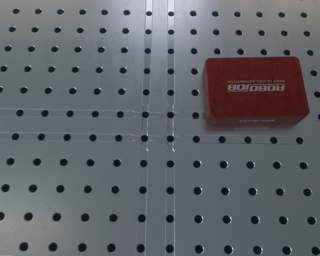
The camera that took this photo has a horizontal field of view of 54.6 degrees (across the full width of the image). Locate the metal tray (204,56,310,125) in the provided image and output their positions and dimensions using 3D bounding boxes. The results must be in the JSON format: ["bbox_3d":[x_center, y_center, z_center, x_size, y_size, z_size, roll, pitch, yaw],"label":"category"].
[{"bbox_3d":[0.129,-0.052,0.429,0.131,0.030,0.090,-1,70,-1],"label":"metal tray"}]
